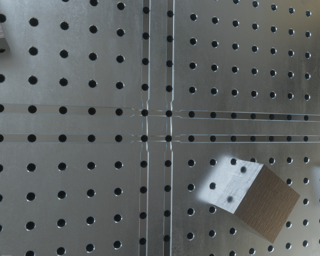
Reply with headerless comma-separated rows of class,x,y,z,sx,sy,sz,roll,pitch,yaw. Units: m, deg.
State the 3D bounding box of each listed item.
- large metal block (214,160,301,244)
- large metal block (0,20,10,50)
large metal block,0.141,0.105,0.451,0.080,0.050,0.080,39,78,-16
large metal block,-0.214,-0.118,0.320,0.081,0.050,0.080,-18,96,-19
